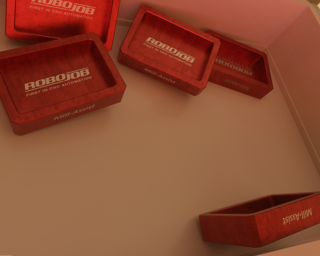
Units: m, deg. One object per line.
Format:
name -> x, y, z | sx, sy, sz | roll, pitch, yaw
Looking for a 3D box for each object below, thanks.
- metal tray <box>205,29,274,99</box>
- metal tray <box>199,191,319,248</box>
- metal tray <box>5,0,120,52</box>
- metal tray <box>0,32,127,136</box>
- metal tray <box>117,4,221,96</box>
metal tray -> 0.130, -0.110, 0.539 | 0.131, 0.030, 0.090 | 15, 56, -20
metal tray -> 0.124, 0.103, 0.364 | 0.131, 0.090, 0.030 | -6, 80, -31
metal tray -> -0.120, -0.151, 0.389 | 0.131, 0.089, 0.030 | 1, 28, -28
metal tray -> -0.117, -0.056, 0.359 | 0.131, 0.030, 0.090 | -22, 74, -26
metal tray -> 0.015, -0.113, 0.454 | 0.131, 0.030, 0.090 | 23, 69, -7
